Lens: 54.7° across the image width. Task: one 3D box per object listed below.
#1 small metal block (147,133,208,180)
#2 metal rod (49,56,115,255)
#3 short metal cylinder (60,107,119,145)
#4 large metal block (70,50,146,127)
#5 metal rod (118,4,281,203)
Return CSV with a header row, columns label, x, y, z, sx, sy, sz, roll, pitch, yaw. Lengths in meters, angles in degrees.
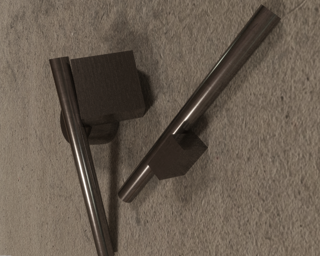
label,x,y,z,sx,sy,sz,roll,pitch,yaw
small metal block,0.022,0.033,0.369,0.025,0.050,0.050,51,120,27
metal rod,-0.106,0.052,0.437,0.025,0.025,0.298,1,107,40
short metal cylinder,-0.108,-0.013,0.475,0.080,0.050,0.079,0,90,39
large metal block,-0.069,-0.051,0.415,0.050,0.081,0.080,121,137,-76
metal rod,0.031,-0.010,0.377,0.025,0.025,0.298,51,120,27
